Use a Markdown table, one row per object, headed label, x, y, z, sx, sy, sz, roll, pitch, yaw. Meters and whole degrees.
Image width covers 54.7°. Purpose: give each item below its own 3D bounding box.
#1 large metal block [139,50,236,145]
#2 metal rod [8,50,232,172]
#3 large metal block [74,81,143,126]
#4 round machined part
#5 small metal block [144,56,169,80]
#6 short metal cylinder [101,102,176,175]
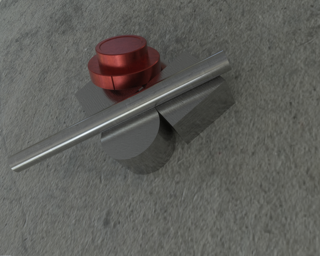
| label | x | y | z | sx | sy | sz | roll | pitch | yaw |
| --- | --- | --- | --- | --- | --- | --- | --- | --- | --- |
| large metal block | 0.034 | -0.040 | 0.395 | 0.080 | 0.050 | 0.080 | -41 | 51 | 0 |
| metal rod | -0.058 | -0.015 | 0.379 | 0.301 | 0.025 | 0.025 | -25 | 53 | 12 |
| large metal block | -0.063 | -0.039 | 0.443 | 0.080 | 0.050 | 0.080 | -41 | 51 | 0 |
| round machined part | -0.049 | -0.094 | 0.420 | 0.099 | 0.042 | 0.098 | -4 | 37 | 3 |
| small metal block | -0.001 | -0.068 | 0.445 | 0.050 | 0.025 | 0.050 | -40 | 51 | 0 |
| short metal cylinder | -0.027 | 0.013 | 0.393 | 0.080 | 0.050 | 0.080 | -13 | 56 | 20 |
